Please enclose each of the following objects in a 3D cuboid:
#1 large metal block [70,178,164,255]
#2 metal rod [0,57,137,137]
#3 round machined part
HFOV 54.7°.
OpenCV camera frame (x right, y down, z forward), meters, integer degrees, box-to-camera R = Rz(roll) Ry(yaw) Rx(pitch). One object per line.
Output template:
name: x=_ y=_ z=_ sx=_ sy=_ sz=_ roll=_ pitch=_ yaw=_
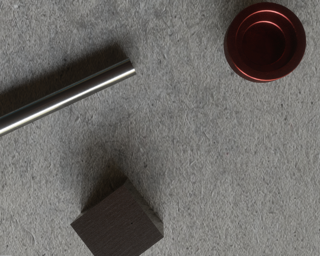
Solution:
large metal block: x=-0.052 y=0.124 z=0.397 sx=0.080 sy=0.050 sz=0.080 roll=-37 pitch=90 yaw=0
metal rod: x=-0.173 y=-0.019 z=0.408 sx=0.301 sy=0.025 sz=0.025 roll=-25 pitch=90 yaw=0
round machined part: x=0.132 y=-0.107 z=0.403 sx=0.099 sy=0.042 sz=0.097 roll=0 pitch=90 yaw=0
